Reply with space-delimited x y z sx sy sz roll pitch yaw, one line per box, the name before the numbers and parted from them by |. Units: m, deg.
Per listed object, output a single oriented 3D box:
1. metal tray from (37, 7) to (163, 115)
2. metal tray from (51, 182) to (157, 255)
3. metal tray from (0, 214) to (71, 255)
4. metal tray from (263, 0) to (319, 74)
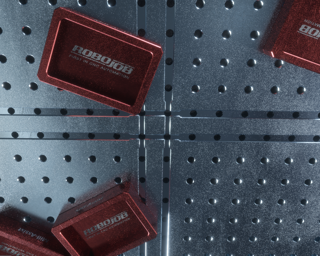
metal tray | -0.072 -0.080 0.380 0.131 0.030 0.089 20 109 -8
metal tray | -0.081 0.148 0.463 0.130 0.030 0.090 -28 108 9
metal tray | -0.213 0.199 0.480 0.131 0.030 0.090 28 108 -10
metal tray | 0.206 -0.111 0.372 0.131 0.030 0.089 17 109 -7
